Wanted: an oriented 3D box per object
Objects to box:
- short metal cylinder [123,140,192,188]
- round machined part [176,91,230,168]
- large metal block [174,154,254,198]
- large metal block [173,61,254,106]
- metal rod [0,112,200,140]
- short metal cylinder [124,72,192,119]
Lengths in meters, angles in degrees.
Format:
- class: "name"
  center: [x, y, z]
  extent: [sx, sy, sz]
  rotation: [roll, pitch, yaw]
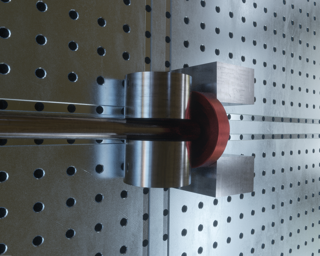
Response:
- class: "short metal cylinder"
  center: [-0.003, 0.039, 0.370]
  extent: [0.081, 0.080, 0.050]
  rotation: [2, 90, -40]
- class: "round machined part"
  center: [0.051, 0.002, 0.404]
  extent: [0.042, 0.098, 0.097]
  rotation: [1, 90, -40]
- class: "large metal block"
  center: [0.074, 0.062, 0.437]
  extent: [0.081, 0.080, 0.050]
  rotation: [3, 88, -40]
- class: "large metal block"
  center: [0.075, -0.058, 0.437]
  extent: [0.081, 0.080, 0.050]
  rotation: [0, 91, -40]
- class: "metal rod"
  center: [-0.076, 0.000, 0.330]
  extent: [0.302, 0.025, 0.025]
  rotation: [2, 89, -36]
- class: "short metal cylinder"
  center: [-0.002, -0.036, 0.371]
  extent: [0.081, 0.080, 0.050]
  rotation: [1, 90, -40]
